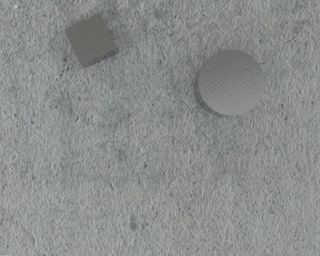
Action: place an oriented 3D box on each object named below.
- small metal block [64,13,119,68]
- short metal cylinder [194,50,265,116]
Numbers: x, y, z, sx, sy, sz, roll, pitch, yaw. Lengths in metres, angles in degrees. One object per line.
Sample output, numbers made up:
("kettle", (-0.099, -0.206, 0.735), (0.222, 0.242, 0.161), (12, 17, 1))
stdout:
("small metal block", (-0.089, -0.114, 0.409), (0.050, 0.025, 0.050), (-25, 90, 0))
("short metal cylinder", (0.087, -0.055, 0.398), (0.081, 0.050, 0.079), (0, 90, 0))
